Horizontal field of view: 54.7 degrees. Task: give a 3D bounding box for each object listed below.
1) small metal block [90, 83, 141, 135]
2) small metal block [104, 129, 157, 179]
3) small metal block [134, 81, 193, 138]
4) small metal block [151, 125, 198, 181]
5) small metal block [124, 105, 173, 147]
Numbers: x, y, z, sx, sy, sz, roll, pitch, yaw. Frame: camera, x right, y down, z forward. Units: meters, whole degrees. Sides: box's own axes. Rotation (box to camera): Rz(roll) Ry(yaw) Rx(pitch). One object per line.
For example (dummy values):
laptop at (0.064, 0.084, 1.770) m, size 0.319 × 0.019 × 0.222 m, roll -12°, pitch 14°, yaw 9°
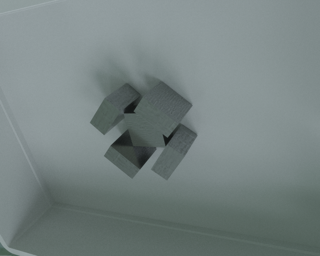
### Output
small metal block at (-0.058, -0.025, 0.405) m, size 0.025 × 0.050 × 0.050 m, roll 41°, pitch 130°, yaw 1°
small metal block at (-0.041, 0.034, 0.433) m, size 0.050 × 0.050 × 0.025 m, roll 39°, pitch 130°, yaw 2°
small metal block at (0.005, -0.024, 0.372) m, size 0.050 × 0.050 × 0.025 m, roll 38°, pitch 128°, yaw 1°
small metal block at (0.019, 0.031, 0.399) m, size 0.025 × 0.050 × 0.050 m, roll 34°, pitch 128°, yaw 4°
small metal block at (-0.015, -0.003, 0.412) m, size 0.050 × 0.025 × 0.050 m, roll 1°, pitch 119°, yaw 28°
